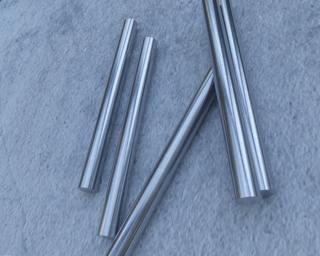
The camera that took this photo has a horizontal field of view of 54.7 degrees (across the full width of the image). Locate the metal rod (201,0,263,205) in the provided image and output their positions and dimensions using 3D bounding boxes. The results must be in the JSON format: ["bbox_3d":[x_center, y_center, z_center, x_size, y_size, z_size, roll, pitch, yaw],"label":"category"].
[{"bbox_3d":[0.077,-0.058,0.369,0.025,0.025,0.299,-15,55,19],"label":"metal rod"}]

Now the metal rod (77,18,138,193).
[{"bbox_3d":[-0.073,-0.050,0.470,0.025,0.025,0.299,-5,59,25],"label":"metal rod"}]

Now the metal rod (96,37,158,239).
[{"bbox_3d":[-0.038,-0.005,0.425,0.025,0.025,0.299,-5,59,25],"label":"metal rod"}]

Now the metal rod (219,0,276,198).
[{"bbox_3d":[0.099,-0.061,0.388,0.025,0.025,0.299,-14,56,20],"label":"metal rod"}]

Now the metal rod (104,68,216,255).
[{"bbox_3d":[0.003,0.054,0.368,0.025,0.025,0.300,19,71,35],"label":"metal rod"}]
